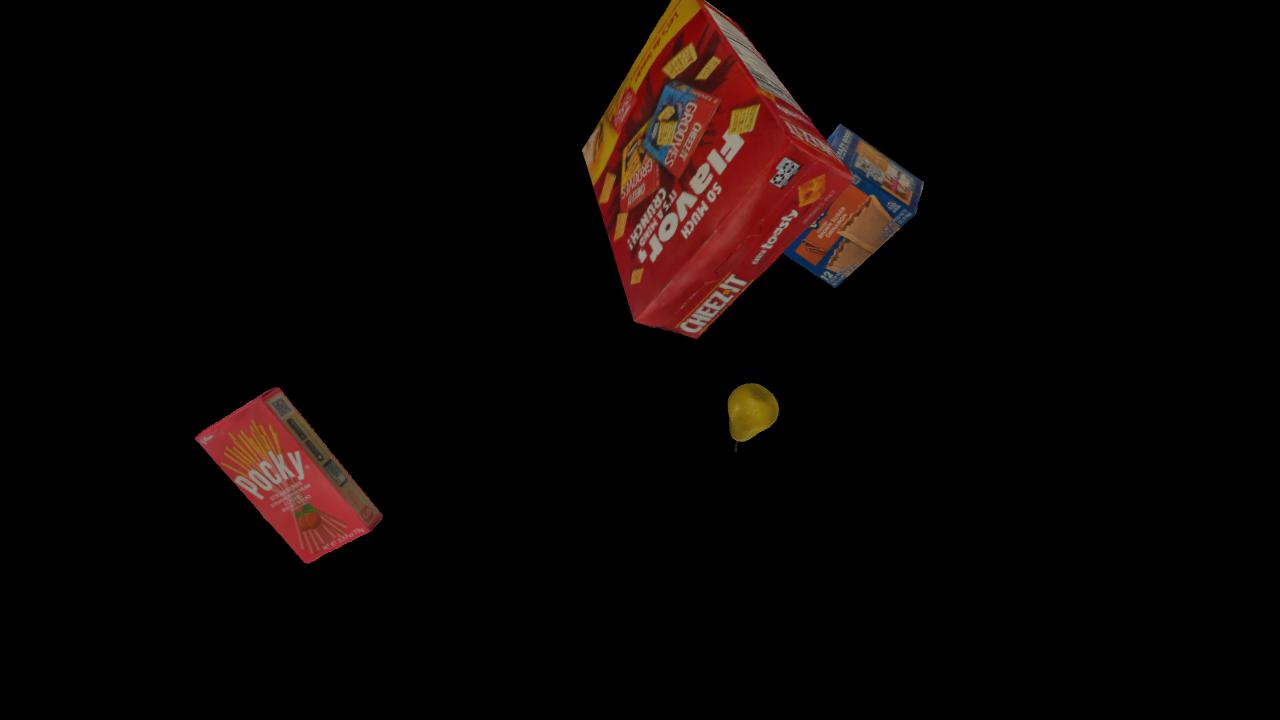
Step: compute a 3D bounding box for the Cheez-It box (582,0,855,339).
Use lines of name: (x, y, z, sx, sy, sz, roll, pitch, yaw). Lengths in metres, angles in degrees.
Cheez-It box: (0.040, -0.153, 0.474, 0.071, 0.223, 0.166, 13, -46, -34)

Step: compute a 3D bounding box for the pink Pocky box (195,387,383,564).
pink Pocky box: (-0.316, 0.108, 0.559, 0.084, 0.155, 0.029, -28, 15, 14)

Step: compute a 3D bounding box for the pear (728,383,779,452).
pear: (0.165, 0.091, 0.964, 0.080, 0.111, 0.080, 22, 31, -14)

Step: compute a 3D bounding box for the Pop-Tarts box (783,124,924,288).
Pop-Tarts box: (0.274, -0.208, 0.855, 0.141, 0.083, 0.167, 33, -38, -4)
